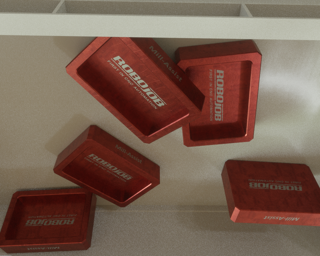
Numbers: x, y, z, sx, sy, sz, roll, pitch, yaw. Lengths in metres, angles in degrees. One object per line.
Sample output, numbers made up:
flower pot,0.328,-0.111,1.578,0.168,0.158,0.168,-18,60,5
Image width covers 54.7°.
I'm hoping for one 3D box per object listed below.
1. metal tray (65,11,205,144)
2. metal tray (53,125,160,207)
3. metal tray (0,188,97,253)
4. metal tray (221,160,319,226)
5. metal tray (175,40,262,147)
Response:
metal tray,-0.025,-0.047,0.339,0.090,0.030,0.130,-29,116,37
metal tray,-0.075,0.061,0.456,0.130,0.030,0.090,36,121,-27
metal tray,-0.171,0.142,0.482,0.131,0.090,0.030,-3,139,2
metal tray,0.162,0.092,0.446,0.131,0.090,0.030,4,130,-4
metal tray,0.069,-0.036,0.375,0.091,0.030,0.129,-5,130,4
